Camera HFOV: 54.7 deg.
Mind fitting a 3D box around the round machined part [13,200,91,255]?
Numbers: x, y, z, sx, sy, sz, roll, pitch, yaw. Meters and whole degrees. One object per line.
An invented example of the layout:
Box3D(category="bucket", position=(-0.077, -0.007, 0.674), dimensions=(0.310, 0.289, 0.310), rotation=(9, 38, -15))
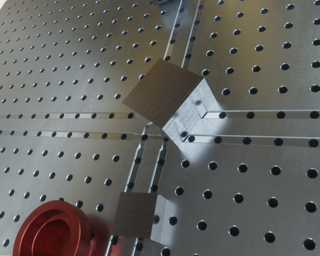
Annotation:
Box3D(category="round machined part", position=(-0.125, 0.142, 0.376), dimensions=(0.098, 0.042, 0.098), rotation=(-13, 56, 21))

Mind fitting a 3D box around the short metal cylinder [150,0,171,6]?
Box3D(category="short metal cylinder", position=(0.003, -0.259, 0.530), dimensions=(0.050, 0.080, 0.080), rotation=(-13, 56, 21))

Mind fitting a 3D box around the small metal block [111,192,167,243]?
Box3D(category="small metal block", position=(-0.023, 0.103, 0.358), dimensions=(0.050, 0.025, 0.050), rotation=(-4, 60, 26))

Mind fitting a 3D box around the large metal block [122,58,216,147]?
Box3D(category="large metal block", position=(0.012, -0.035, 0.408), dimensions=(0.080, 0.050, 0.080), rotation=(33, 80, 38))
